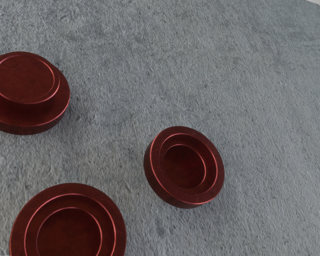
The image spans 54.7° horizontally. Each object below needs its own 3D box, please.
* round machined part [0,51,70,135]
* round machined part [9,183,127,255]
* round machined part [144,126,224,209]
[{"bbox_3d":[-0.149,-0.045,0.340,0.099,0.042,0.098,14,56,-21],"label":"round machined part"},{"bbox_3d":[-0.084,0.104,0.284,0.099,0.042,0.098,14,56,-21],"label":"round machined part"},{"bbox_3d":[0.025,0.050,0.376,0.099,0.042,0.098,14,56,-21],"label":"round machined part"}]
